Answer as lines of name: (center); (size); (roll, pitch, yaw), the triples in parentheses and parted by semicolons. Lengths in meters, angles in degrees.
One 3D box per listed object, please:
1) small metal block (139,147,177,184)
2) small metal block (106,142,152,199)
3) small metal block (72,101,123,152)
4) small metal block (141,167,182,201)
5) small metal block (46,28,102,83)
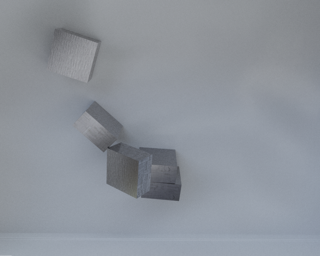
small metal block: (-0.004, 0.049, 0.416); (0.050, 0.050, 0.025); (4, 111, -2)
small metal block: (-0.038, 0.051, 0.381); (0.050, 0.025, 0.050); (18, 114, 32)
small metal block: (-0.078, -0.003, 0.395); (0.050, 0.050, 0.025); (43, 104, -13)
small metal block: (0.001, 0.073, 0.425); (0.050, 0.050, 0.025); (6, 110, -3)
small metal block: (-0.104, -0.089, 0.377); (0.050, 0.025, 0.050); (17, 109, -7)
